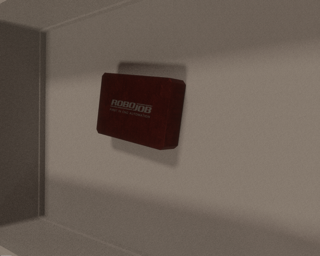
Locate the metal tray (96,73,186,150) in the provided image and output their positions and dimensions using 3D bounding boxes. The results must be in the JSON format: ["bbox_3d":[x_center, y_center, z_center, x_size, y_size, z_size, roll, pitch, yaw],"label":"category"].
[{"bbox_3d":[-0.031,-0.027,0.427,0.130,0.030,0.089,12,98,39],"label":"metal tray"}]
